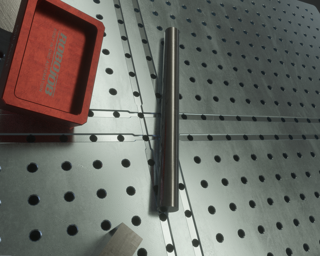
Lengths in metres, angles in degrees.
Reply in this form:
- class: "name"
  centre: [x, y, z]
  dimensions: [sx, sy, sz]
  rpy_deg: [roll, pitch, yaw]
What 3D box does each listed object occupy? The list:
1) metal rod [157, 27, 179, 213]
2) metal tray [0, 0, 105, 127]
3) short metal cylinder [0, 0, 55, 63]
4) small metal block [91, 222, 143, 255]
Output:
- class: "metal rod"
  centre: [0.015, -0.033, 0.437]
  dimensions: [0.025, 0.025, 0.300]
  rpy_deg: [16, 55, -20]
- class: "metal tray"
  centre: [-0.117, -0.074, 0.344]
  dimensions: [0.091, 0.030, 0.129]
  rpy_deg: [18, 73, -38]
- class: "short metal cylinder"
  centre: [-0.172, -0.126, 0.377]
  dimensions: [0.081, 0.050, 0.080]
  rpy_deg: [14, 56, -21]
- class: "small metal block"
  centre: [-0.048, 0.123, 0.292]
  dimensions: [0.025, 0.050, 0.050]
  rpy_deg: [40, 51, -1]
